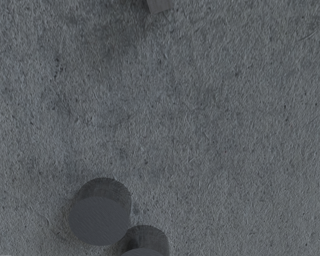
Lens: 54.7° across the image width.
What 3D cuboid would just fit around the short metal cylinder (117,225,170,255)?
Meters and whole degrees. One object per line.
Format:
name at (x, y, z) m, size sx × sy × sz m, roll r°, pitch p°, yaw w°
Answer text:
short metal cylinder at (-0.025, 0.196, 0.468) m, size 0.081 × 0.050 × 0.079 m, roll 0°, pitch 110°, yaw 0°

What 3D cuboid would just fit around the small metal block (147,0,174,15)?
small metal block at (-0.005, -0.153, 0.340) m, size 0.025 × 0.050 × 0.050 m, roll -17°, pitch 109°, yaw 6°

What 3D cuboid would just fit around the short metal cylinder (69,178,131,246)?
short metal cylinder at (-0.082, 0.118, 0.439) m, size 0.081 × 0.050 × 0.079 m, roll 0°, pitch 110°, yaw 0°
